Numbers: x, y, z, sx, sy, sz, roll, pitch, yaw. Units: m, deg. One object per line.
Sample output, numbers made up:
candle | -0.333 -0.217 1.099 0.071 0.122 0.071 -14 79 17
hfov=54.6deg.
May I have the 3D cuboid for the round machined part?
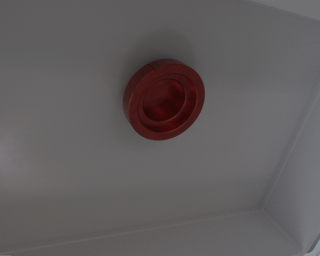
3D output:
round machined part | 0.001 -0.037 0.375 0.099 0.042 0.097 -14 124 -21
